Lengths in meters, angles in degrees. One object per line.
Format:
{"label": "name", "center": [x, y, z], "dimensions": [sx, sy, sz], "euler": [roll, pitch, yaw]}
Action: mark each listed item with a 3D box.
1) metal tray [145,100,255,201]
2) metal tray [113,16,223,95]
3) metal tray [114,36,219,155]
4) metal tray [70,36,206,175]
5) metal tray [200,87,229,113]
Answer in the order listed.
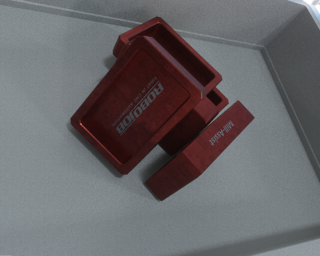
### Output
{"label": "metal tray", "center": [0.049, 0.026, 0.374], "dimensions": [0.030, 0.090, 0.131], "euler": [49, 51, 5]}
{"label": "metal tray", "center": [0.012, -0.085, 0.422], "dimensions": [0.130, 0.030, 0.090], "euler": [45, 51, 3]}
{"label": "metal tray", "center": [-0.003, -0.037, 0.383], "dimensions": [0.130, 0.090, 0.030], "euler": [45, 51, 2]}
{"label": "metal tray", "center": [-0.026, -0.023, 0.339], "dimensions": [0.090, 0.130, 0.030], "euler": [45, 20, 2]}
{"label": "metal tray", "center": [0.028, -0.057, 0.453], "dimensions": [0.130, 0.030, 0.091], "euler": [46, 52, 5]}
